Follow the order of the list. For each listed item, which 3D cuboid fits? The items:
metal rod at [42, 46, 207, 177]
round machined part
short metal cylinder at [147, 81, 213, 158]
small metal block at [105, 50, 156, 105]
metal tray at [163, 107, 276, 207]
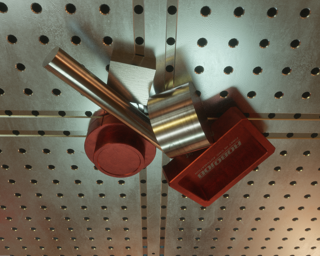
[{"bbox_3d":[-0.012,0.004,0.393,0.025,0.025,0.301,-32,131,24],"label":"metal rod"},{"bbox_3d":[-0.054,0.031,0.425,0.099,0.042,0.097,-1,130,0],"label":"round machined part"},{"bbox_3d":[0.026,-0.009,0.368,0.050,0.080,0.080,-20,128,15],"label":"short metal cylinder"},{"bbox_3d":[-0.035,-0.058,0.362,0.050,0.025,0.050,10,129,-9],"label":"small metal block"},{"bbox_3d":[0.080,0.043,0.419,0.130,0.030,0.090,-43,127,12],"label":"metal tray"}]
